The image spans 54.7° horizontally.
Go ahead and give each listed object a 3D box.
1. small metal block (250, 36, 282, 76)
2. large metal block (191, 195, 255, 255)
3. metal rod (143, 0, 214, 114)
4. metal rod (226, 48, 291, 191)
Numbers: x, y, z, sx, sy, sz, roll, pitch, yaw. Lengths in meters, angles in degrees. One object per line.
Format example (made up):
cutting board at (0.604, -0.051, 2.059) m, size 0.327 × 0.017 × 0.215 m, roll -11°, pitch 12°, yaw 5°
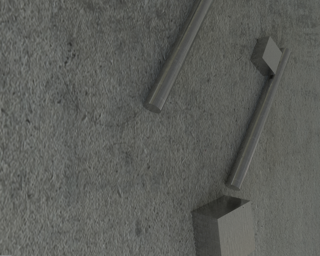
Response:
small metal block at (0.197, -0.133, 0.573) m, size 0.050 × 0.025 × 0.050 m, roll 37°, pitch 67°, yaw -34°
large metal block at (0.098, 0.158, 0.474) m, size 0.081 × 0.050 × 0.079 m, roll -12°, pitch 98°, yaw -40°
metal rod at (0.050, -0.153, 0.448) m, size 0.025 × 0.025 × 0.300 m, roll 39°, pitch 66°, yaw -34°
metal rod at (0.184, -0.027, 0.562) m, size 0.025 × 0.025 × 0.300 m, roll 42°, pitch 65°, yaw -33°
